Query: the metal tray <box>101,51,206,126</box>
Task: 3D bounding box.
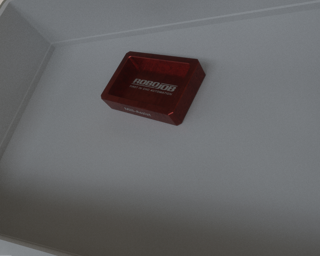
[{"bbox_3d":[-0.012,-0.061,0.444,0.130,0.030,0.090,16,70,34],"label":"metal tray"}]
